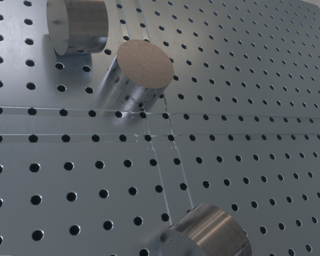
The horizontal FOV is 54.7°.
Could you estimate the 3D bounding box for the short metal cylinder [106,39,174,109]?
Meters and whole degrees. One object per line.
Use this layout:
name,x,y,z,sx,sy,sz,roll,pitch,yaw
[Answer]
short metal cylinder,-0.028,-0.073,0.421,0.081,0.050,0.080,14,56,-21

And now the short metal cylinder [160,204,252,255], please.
short metal cylinder,0.046,0.126,0.320,0.050,0.080,0.080,-27,77,-37

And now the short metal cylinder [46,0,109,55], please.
short metal cylinder,-0.107,-0.136,0.398,0.050,0.080,0.080,-13,69,-34
